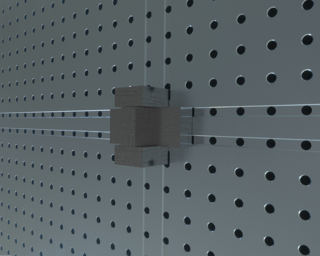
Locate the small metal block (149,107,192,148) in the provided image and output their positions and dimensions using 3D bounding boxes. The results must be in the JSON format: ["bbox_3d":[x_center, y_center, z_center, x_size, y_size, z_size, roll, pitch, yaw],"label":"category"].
[{"bbox_3d":[0.013,-0.002,0.396,0.050,0.025,0.050,2,91,39],"label":"small metal block"}]

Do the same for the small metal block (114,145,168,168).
[{"bbox_3d":[-0.024,0.035,0.411,0.050,0.050,0.025,1,91,39],"label":"small metal block"}]

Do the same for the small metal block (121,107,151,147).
[{"bbox_3d":[-0.024,-0.002,0.410,0.025,0.050,0.050,1,91,40],"label":"small metal block"}]

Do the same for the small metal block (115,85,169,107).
[{"bbox_3d":[-0.024,-0.040,0.410,0.050,0.050,0.025,1,91,39],"label":"small metal block"}]

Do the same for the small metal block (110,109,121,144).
[{"bbox_3d":[-0.045,-0.002,0.444,0.050,0.025,0.050,1,91,39],"label":"small metal block"}]
